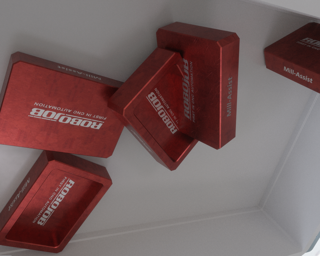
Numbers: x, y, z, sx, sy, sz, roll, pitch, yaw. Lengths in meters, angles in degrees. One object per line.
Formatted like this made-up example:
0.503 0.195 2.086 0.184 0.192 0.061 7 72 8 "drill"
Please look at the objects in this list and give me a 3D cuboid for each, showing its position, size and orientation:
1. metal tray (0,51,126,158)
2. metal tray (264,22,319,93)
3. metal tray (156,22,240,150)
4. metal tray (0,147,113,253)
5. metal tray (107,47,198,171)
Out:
-0.101 -0.019 0.338 0.131 0.030 0.089 12 112 -34 "metal tray"
0.213 -0.091 0.401 0.090 0.130 0.030 -30 129 -9 "metal tray"
0.043 -0.048 0.356 0.030 0.090 0.129 -32 131 -32 "metal tray"
-0.134 0.095 0.390 0.090 0.030 0.130 29 102 -38 "metal tray"
0.008 -0.017 0.366 0.090 0.030 0.130 -50 137 -12 "metal tray"
